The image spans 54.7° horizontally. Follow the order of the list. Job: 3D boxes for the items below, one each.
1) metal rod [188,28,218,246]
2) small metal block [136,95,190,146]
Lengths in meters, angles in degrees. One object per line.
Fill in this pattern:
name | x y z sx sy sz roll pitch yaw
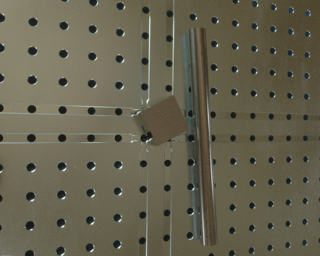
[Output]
metal rod | 0.060 0.013 0.434 0.025 0.025 0.298 -4 91 -20
small metal block | 0.003 -0.010 0.414 0.050 0.025 0.050 -28 100 -18
